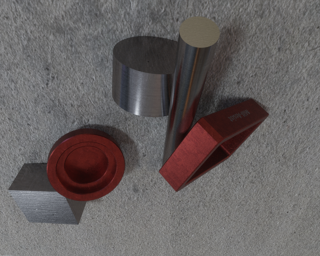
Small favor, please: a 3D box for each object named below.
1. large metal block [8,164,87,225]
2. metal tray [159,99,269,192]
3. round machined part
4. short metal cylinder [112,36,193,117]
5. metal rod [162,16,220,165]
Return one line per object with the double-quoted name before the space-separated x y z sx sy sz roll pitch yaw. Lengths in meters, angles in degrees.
"large metal block" -0.164 0.100 0.468 0.080 0.050 0.080 0 131 8
"metal tray" 0.067 0.017 0.364 0.030 0.131 0.089 48 127 18
"round machined part" -0.100 0.046 0.418 0.099 0.042 0.097 -6 112 -15
"short metal cylinder" -0.009 -0.056 0.324 0.081 0.080 0.050 5 130 -5
"metal rod" 0.020 0.002 0.328 0.025 0.025 0.299 1 156 -2
